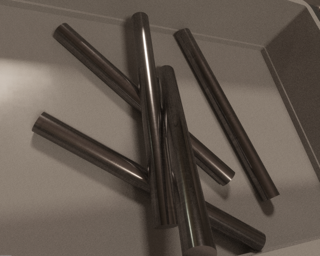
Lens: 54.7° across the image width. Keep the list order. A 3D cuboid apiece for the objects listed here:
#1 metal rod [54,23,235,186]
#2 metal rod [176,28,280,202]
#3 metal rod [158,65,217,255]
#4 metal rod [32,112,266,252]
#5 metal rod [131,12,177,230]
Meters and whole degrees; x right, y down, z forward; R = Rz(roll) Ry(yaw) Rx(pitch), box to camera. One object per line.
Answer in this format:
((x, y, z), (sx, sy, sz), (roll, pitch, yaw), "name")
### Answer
((-0.020, -0.031, 0.414), (0.300, 0.025, 0.025), (42, 51, 0), "metal rod")
((0.097, -0.032, 0.479), (0.025, 0.025, 0.299), (-12, 68, -33), "metal rod")
((0.019, 0.004, 0.344), (0.025, 0.025, 0.300), (19, 32, -17), "metal rod")
((-0.005, 0.068, 0.363), (0.301, 0.025, 0.025), (30, 52, -9), "metal rod")
((-0.012, -0.030, 0.385), (0.025, 0.025, 0.299), (7, 59, -25), "metal rod")
